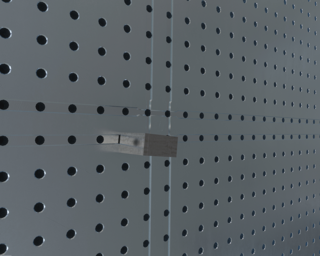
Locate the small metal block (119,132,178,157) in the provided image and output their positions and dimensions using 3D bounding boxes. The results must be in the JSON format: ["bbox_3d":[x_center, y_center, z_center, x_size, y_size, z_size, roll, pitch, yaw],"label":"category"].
[{"bbox_3d":[-0.014,0.021,0.380,0.050,0.050,0.025,8,85,-40],"label":"small metal block"}]
